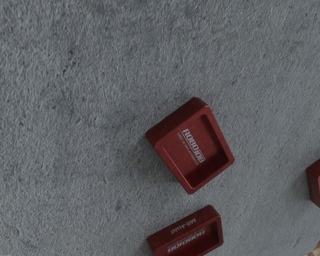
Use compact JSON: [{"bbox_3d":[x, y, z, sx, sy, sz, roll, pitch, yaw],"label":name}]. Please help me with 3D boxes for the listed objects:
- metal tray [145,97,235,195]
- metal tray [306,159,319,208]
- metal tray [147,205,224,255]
[{"bbox_3d":[0.048,0.030,0.447,0.090,0.030,0.130,-37,129,-4],"label":"metal tray"},{"bbox_3d":[0.369,0.110,0.672,0.090,0.030,0.130,-34,129,-6],"label":"metal tray"},{"bbox_3d":[0.049,0.203,0.555,0.131,0.030,0.090,-23,127,-14],"label":"metal tray"}]
